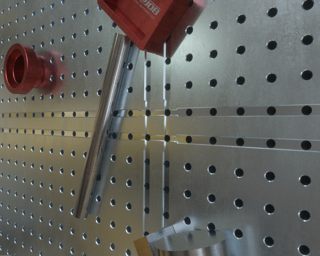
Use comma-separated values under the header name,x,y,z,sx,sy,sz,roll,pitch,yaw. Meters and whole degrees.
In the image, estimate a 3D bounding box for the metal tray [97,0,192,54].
name,x,y,z,sx,sy,sz,roll,pitch,yaw
metal tray,-0.027,-0.176,0.425,0.130,0.030,0.090,51,119,27

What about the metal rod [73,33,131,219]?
name,x,y,z,sx,sy,sz,roll,pitch,yaw
metal rod,-0.093,0.005,0.483,0.025,0.025,0.298,26,106,37

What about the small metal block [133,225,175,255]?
name,x,y,z,sx,sy,sz,roll,pitch,yaw
small metal block,0.001,0.157,0.391,0.025,0.050,0.050,-35,68,35

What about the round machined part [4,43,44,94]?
name,x,y,z,sx,sy,sz,roll,pitch,yaw
round machined part,-0.267,-0.115,0.615,0.098,0.042,0.097,0,90,39

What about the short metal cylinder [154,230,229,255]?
name,x,y,z,sx,sy,sz,roll,pitch,yaw
short metal cylinder,0.037,0.149,0.342,0.080,0.081,0.050,-13,82,39
